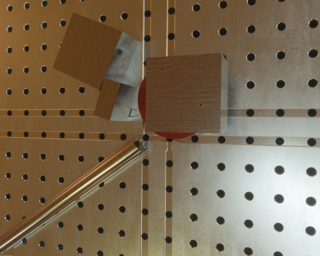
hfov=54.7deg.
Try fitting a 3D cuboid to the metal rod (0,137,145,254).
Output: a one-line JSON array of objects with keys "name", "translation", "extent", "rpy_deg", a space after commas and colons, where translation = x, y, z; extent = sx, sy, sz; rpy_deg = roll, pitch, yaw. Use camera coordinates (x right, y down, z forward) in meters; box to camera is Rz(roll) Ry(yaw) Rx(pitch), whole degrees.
[{"name": "metal rod", "translation": [-0.145, 0.108, 0.463], "extent": [0.300, 0.025, 0.025], "rpy_deg": [-36, 79, 16]}]

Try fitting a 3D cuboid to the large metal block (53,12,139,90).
[{"name": "large metal block", "translation": [-0.089, -0.102, 0.431], "extent": [0.080, 0.050, 0.080], "rpy_deg": [26, 98, 18]}]

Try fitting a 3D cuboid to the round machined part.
[{"name": "round machined part", "translation": [0.025, -0.035, 0.395], "extent": [0.098, 0.042, 0.097], "rpy_deg": [0, 90, 19]}]

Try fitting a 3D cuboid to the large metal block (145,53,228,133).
[{"name": "large metal block", "translation": [0.031, -0.035, 0.344], "extent": [0.080, 0.050, 0.079], "rpy_deg": [1, 90, 19]}]

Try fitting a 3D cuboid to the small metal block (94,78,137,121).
[{"name": "small metal block", "translation": [-0.059, -0.037, 0.420], "extent": [0.025, 0.050, 0.050], "rpy_deg": [19, 97, 19]}]
